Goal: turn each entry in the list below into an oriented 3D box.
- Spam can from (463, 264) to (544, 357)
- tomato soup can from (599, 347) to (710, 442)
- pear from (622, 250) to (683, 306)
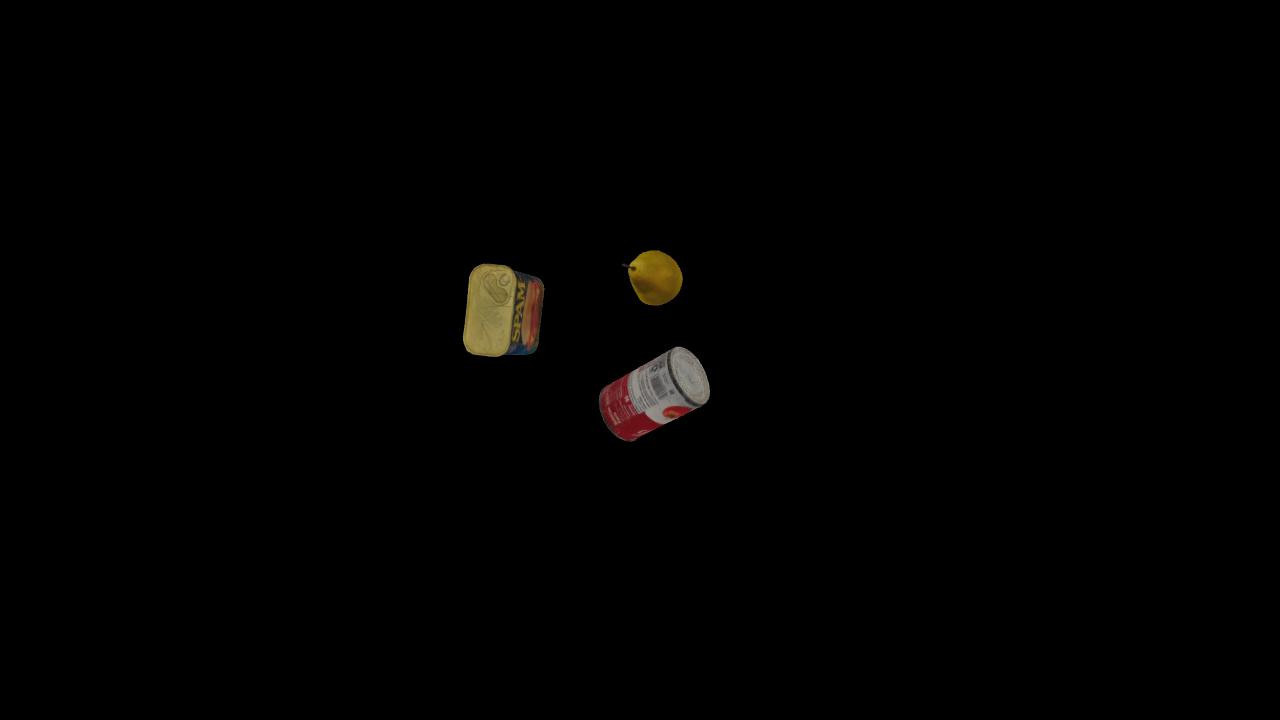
[{"bbox_3d":[-0.154,-0.054,0.711,0.058,0.101,0.085,8,2,14],"label":"Spam can"},{"bbox_3d":[0.015,0.036,0.646,0.101,0.068,0.068,-31,-17,31],"label":"tomato soup can"},{"bbox_3d":[0.014,-0.116,0.854,0.080,0.080,0.111,0,3,22],"label":"pear"}]
